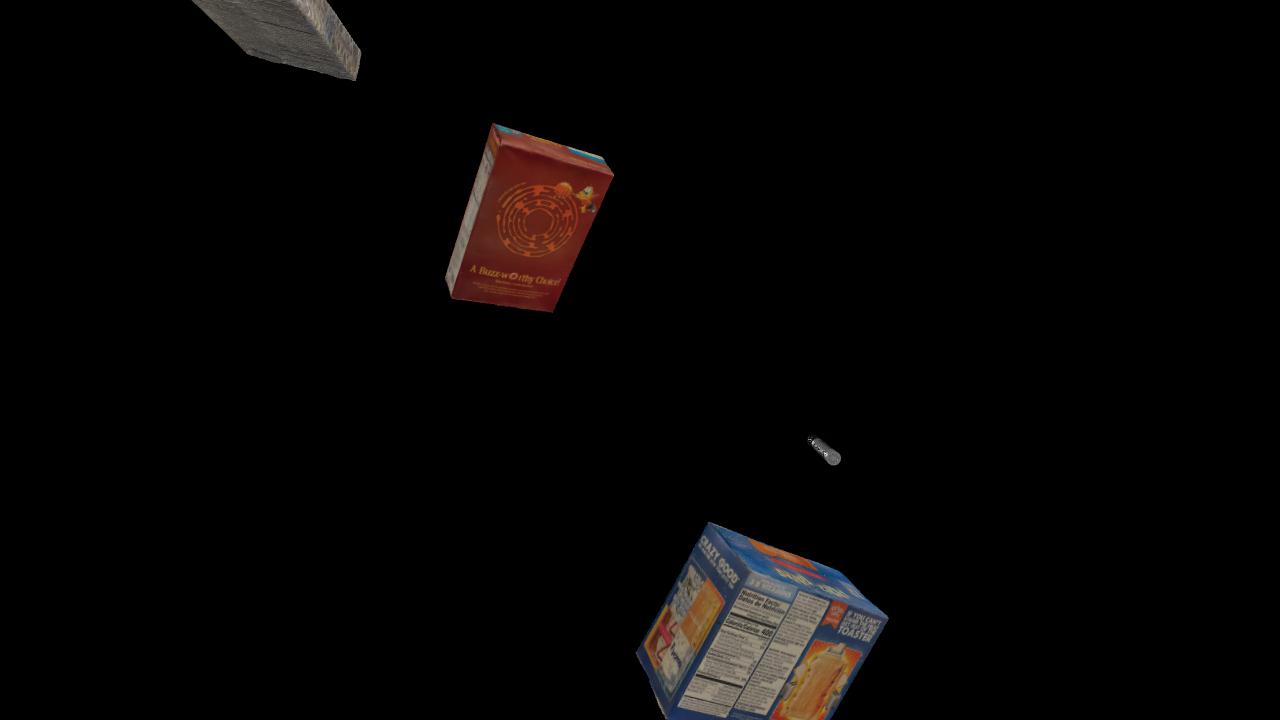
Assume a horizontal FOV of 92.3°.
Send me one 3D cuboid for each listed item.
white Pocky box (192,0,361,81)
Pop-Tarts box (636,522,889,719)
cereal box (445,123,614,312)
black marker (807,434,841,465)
[{"bbox_3d":[-0.248,-0.234,0.403,0.084,0.028,0.154,11,1,-9],"label":"white Pocky box"},{"bbox_3d":[0.107,0.244,0.545,0.167,0.141,0.083,26,5,-25],"label":"Pop-Tarts box"},{"bbox_3d":[-0.199,-0.232,1.073,0.203,0.306,0.081,5,40,-33],"label":"cereal box"},{"bbox_3d":[0.256,0.124,0.863,0.020,0.020,0.121,0,4,3],"label":"black marker"}]
